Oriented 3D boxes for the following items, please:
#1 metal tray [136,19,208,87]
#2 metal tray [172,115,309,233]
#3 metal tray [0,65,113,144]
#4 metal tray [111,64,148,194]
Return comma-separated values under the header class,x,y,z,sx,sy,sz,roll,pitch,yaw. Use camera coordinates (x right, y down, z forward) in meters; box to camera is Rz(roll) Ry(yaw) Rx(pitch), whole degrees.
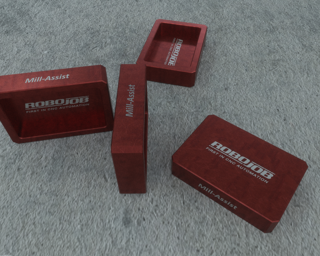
class,x,y,z,sx,sy,sz,roll,pitch,yaw
metal tray,0.023,-0.126,0.505,0.090,0.030,0.130,11,51,9
metal tray,0.090,0.047,0.361,0.130,0.030,0.090,30,56,23
metal tray,-0.127,-0.027,0.382,0.131,0.090,0.030,-8,51,-7
metal tray,-0.031,-0.001,0.361,0.030,0.090,0.130,0,50,0
